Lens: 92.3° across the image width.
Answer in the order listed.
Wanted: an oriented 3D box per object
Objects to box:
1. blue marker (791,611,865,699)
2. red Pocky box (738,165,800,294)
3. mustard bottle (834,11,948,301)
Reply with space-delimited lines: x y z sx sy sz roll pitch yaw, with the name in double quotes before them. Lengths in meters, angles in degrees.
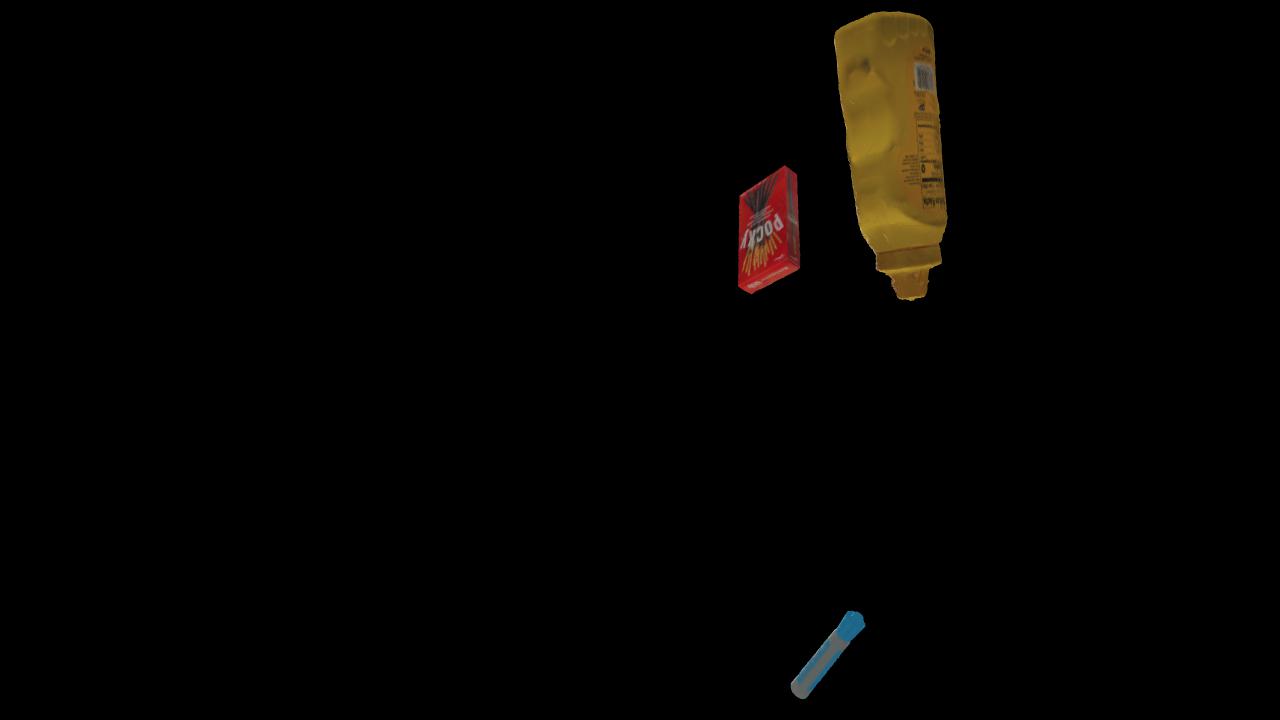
"blue marker" 0.179 0.281 0.586 0.020 0.121 0.020 17 29 -10
"red Pocky box" 0.164 -0.168 0.790 0.028 0.155 0.083 24 -33 -32
"mustard bottle" 0.178 -0.132 0.423 0.054 0.184 0.092 -4 8 41
